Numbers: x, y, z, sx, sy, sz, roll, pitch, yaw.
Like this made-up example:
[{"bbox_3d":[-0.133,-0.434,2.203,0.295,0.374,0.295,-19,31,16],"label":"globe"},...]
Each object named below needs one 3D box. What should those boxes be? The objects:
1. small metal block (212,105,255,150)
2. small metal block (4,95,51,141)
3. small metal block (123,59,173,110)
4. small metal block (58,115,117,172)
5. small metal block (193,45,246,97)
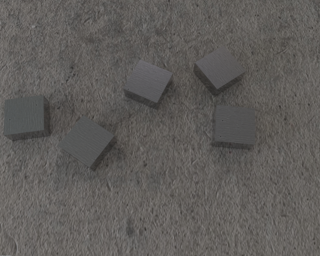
[{"bbox_3d":[0.097,-0.001,0.409,0.050,0.025,0.050,5,70,2],"label":"small metal block"},{"bbox_3d":[-0.176,-0.013,0.412,0.050,0.025,0.050,-8,70,-3],"label":"small metal block"},{"bbox_3d":[-0.016,-0.060,0.430,0.050,0.025,0.050,24,72,8],"label":"small metal block"},{"bbox_3d":[-0.092,0.020,0.400,0.050,0.025,0.050,33,73,11],"label":"small metal block"},{"bbox_3d":[0.083,-0.080,0.438,0.050,0.025,0.050,-33,73,-11],"label":"small metal block"}]
